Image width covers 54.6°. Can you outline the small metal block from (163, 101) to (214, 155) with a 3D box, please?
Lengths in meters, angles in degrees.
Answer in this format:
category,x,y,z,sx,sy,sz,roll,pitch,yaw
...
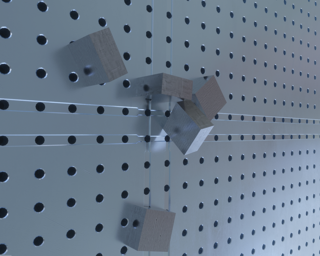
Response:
category,x,y,z,sx,sy,sz,roll,pitch,yaw
small metal block,0.036,-0.001,0.408,0.025,0.050,0.050,-15,55,-39

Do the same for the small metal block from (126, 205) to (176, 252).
category,x,y,z,sx,sy,sz,roll,pitch,yaw
small metal block,-0.011,0.130,0.399,0.050,0.025,0.050,20,77,-38

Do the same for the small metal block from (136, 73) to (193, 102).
category,x,y,z,sx,sy,sz,roll,pitch,yaw
small metal block,0.006,-0.050,0.397,0.050,0.050,0.025,7,86,-40

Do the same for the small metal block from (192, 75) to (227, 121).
category,x,y,z,sx,sy,sz,roll,pitch,yaw
small metal block,0.068,-0.044,0.465,0.050,0.025,0.050,-45,117,-30

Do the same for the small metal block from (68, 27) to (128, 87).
category,x,y,z,sx,sy,sz,roll,pitch,yaw
small metal block,-0.068,-0.075,0.335,0.025,0.050,0.050,-35,112,-34
